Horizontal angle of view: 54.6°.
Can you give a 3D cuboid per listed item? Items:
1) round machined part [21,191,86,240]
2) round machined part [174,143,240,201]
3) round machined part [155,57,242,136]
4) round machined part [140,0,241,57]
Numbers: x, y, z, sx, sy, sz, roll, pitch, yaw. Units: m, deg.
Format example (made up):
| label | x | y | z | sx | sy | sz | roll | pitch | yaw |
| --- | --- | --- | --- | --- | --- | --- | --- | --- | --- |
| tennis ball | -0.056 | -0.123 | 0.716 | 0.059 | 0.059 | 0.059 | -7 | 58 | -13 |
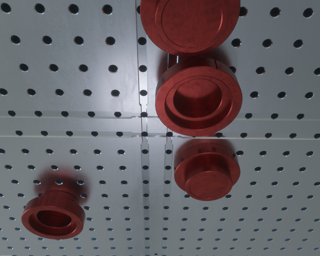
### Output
| label | x | y | z | sx | sy | sz | roll | pitch | yaw |
| --- | --- | --- | --- | --- | --- | --- | --- | --- | --- |
| round machined part | -0.175 | 0.143 | 0.520 | 0.099 | 0.042 | 0.097 | 0 | 130 | 0 |
| round machined part | 0.070 | 0.072 | 0.462 | 0.099 | 0.042 | 0.097 | 0 | 130 | 0 |
| round machined part | 0.044 | -0.040 | 0.367 | 0.099 | 0.042 | 0.097 | 0 | 130 | 0 |
| round machined part | 0.030 | -0.114 | 0.304 | 0.099 | 0.042 | 0.097 | 0 | 130 | 0 |
